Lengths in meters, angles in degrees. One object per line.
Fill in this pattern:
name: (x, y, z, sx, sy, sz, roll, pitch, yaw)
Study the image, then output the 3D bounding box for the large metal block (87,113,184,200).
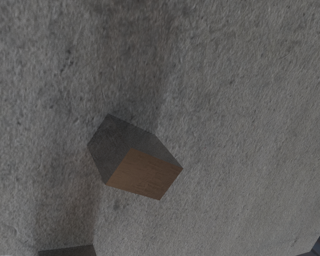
large metal block: (-0.032, 0.035, 0.377, 0.080, 0.080, 0.050, 26, 104, -38)

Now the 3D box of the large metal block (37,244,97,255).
large metal block: (-0.129, 0.218, 0.437, 0.081, 0.080, 0.050, 5, 116, -31)
